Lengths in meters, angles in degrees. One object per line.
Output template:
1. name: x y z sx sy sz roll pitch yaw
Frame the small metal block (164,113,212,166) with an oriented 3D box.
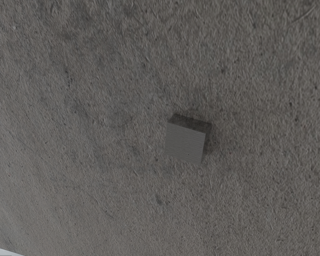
1. small metal block: 0.035 0.014 0.398 0.050 0.025 0.050 17 125 18
